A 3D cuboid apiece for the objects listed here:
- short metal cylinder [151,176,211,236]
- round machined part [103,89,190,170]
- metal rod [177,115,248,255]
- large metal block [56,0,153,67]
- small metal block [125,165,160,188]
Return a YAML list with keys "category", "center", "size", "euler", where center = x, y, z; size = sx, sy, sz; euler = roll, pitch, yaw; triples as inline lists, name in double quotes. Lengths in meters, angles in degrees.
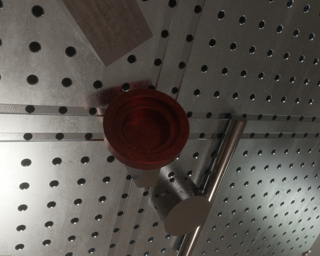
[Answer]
- category: "short metal cylinder"
  center: [0.032, 0.123, 0.491]
  size: [0.081, 0.050, 0.079]
  euler: [-14, 125, -21]
- category: "round machined part"
  center: [-0.018, 0.005, 0.368]
  size: [0.099, 0.098, 0.042]
  euler: [-17, 155, -19]
- category: "metal rod"
  center: [0.083, 0.116, 0.530]
  size: [0.025, 0.025, 0.298]
  euler: [2, 118, -30]
- category: "large metal block"
  center: [-0.059, -0.112, 0.275]
  size: [0.050, 0.080, 0.080]
  euler: [-35, 129, -5]
- category: "small metal block"
  center: [-0.022, 0.043, 0.412]
  size: [0.025, 0.050, 0.050]
  euler: [2, 118, -30]
